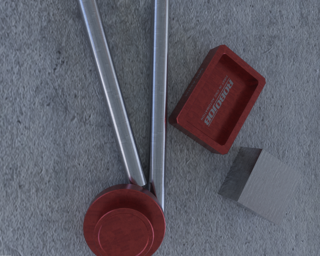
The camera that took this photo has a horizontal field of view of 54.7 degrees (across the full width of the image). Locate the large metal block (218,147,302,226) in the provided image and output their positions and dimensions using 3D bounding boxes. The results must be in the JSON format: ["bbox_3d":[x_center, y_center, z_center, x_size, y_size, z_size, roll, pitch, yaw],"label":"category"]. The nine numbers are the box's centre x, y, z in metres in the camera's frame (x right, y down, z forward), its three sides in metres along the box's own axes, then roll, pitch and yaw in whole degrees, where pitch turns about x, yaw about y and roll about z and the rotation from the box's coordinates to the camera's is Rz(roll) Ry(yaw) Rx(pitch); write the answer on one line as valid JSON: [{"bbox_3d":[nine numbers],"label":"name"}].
[{"bbox_3d":[0.145,0.083,0.451,0.080,0.050,0.080,32,80,-18],"label":"large metal block"}]

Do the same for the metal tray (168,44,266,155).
[{"bbox_3d":[0.083,-0.039,0.438,0.090,0.030,0.130,34,79,-17],"label":"metal tray"}]

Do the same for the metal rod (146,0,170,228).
[{"bbox_3d":[-0.003,-0.022,0.408,0.025,0.025,0.298,1,90,-20],"label":"metal rod"}]

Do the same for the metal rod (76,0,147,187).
[{"bbox_3d":[-0.067,-0.070,0.384,0.025,0.025,0.298,-17,96,-20],"label":"metal rod"}]

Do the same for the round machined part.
[{"bbox_3d":[-0.042,0.120,0.371,0.099,0.042,0.097,-1,98,-4],"label":"round machined part"}]
